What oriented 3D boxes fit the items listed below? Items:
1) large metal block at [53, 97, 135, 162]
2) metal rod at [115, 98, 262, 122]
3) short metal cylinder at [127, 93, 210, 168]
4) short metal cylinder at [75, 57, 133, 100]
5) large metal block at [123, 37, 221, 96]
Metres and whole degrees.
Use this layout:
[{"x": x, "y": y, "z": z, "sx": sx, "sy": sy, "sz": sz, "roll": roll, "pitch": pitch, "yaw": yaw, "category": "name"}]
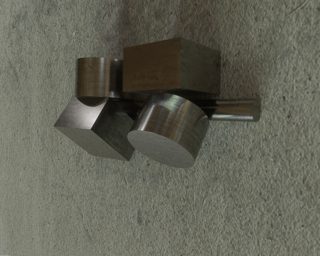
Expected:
[{"x": -0.084, "y": 0.001, "z": 0.432, "sx": 0.080, "sy": 0.080, "sz": 0.050, "roll": 4, "pitch": 58, "yaw": 39, "category": "large metal block"}, {"x": -0.014, "y": -0.025, "z": 0.420, "sx": 0.300, "sy": 0.025, "sz": 0.025, "roll": 3, "pitch": 92, "yaw": 39, "category": "metal rod"}, {"x": 0.010, "y": 0.004, "z": 0.354, "sx": 0.080, "sy": 0.080, "sz": 0.050, "roll": 2, "pitch": 57, "yaw": 40, "category": "short metal cylinder"}, {"x": -0.077, "y": -0.067, "z": 0.434, "sx": 0.080, "sy": 0.081, "sz": 0.050, "roll": 5, "pitch": 93, "yaw": 40, "category": "short metal cylinder"}, {"x": 0.015, "y": -0.065, "z": 0.358, "sx": 0.080, "sy": 0.081, "sz": 0.050, "roll": 2, "pitch": 92, "yaw": 40, "category": "large metal block"}]
